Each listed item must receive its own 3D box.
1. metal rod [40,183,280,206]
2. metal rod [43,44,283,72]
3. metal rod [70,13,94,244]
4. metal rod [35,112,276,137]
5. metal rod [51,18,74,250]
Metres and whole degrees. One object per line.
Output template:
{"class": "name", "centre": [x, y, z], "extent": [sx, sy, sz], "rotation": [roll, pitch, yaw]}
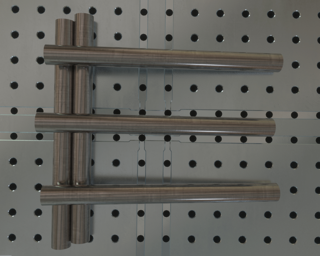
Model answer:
{"class": "metal rod", "centre": [0.006, 0.085, 0.399], "extent": [0.302, 0.025, 0.025], "rotation": [1, 90, -7]}
{"class": "metal rod", "centre": [0.010, -0.089, 0.399], "extent": [0.302, 0.025, 0.025], "rotation": [1, 90, -7]}
{"class": "metal rod", "centre": [-0.103, 0.001, 0.411], "extent": [0.025, 0.025, 0.298], "rotation": [1, 90, -1]}
{"class": "metal rod", "centre": [0.000, -0.004, 0.398], "extent": [0.302, 0.025, 0.025], "rotation": [1, 90, -7]}
{"class": "metal rod", "centre": [-0.128, 0.008, 0.411], "extent": [0.025, 0.025, 0.298], "rotation": [1, 90, -1]}
